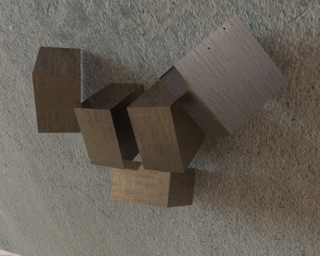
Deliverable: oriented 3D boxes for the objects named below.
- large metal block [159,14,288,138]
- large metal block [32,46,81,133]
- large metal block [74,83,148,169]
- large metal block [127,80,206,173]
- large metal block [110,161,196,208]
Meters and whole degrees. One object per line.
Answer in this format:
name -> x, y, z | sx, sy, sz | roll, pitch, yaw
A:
large metal block -> 0.060, -0.047, 0.303 | 0.080, 0.080, 0.050 | 50, 166, -7
large metal block -> -0.128, -0.050, 0.396 | 0.050, 0.080, 0.079 | 0, 126, -14
large metal block -> -0.054, -0.006, 0.396 | 0.050, 0.080, 0.079 | 5, 121, 25
large metal block -> 0.012, -0.005, 0.362 | 0.050, 0.080, 0.079 | 1, 119, 27
large metal block -> -0.007, 0.073, 0.412 | 0.080, 0.080, 0.050 | 1, 80, 27
